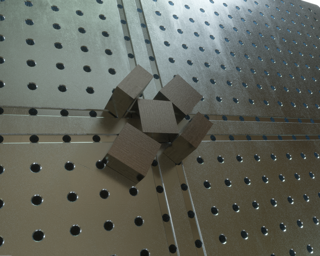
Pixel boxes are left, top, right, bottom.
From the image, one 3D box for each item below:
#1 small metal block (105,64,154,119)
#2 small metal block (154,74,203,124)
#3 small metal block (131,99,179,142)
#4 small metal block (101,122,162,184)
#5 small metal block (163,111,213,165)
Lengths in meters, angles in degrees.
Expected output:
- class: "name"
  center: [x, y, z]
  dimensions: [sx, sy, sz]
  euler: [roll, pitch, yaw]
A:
- class: "small metal block"
  center: [-0.040, -0.046, 0.398]
  dimensions: [0.025, 0.050, 0.050]
  euler: [38, 52, -4]
- class: "small metal block"
  center: [0.026, -0.042, 0.447]
  dimensions: [0.050, 0.025, 0.050]
  euler: [43, 51, 1]
- class: "small metal block"
  center: [-0.007, -0.009, 0.409]
  dimensions: [0.050, 0.025, 0.050]
  euler: [3, 59, -25]
- class: "small metal block"
  center: [-0.033, 0.030, 0.371]
  dimensions: [0.050, 0.025, 0.050]
  euler: [33, 51, -7]
- class: "small metal block"
  center: [0.036, 0.013, 0.402]
  dimensions: [0.025, 0.050, 0.050]
  euler: [41, 51, 0]
